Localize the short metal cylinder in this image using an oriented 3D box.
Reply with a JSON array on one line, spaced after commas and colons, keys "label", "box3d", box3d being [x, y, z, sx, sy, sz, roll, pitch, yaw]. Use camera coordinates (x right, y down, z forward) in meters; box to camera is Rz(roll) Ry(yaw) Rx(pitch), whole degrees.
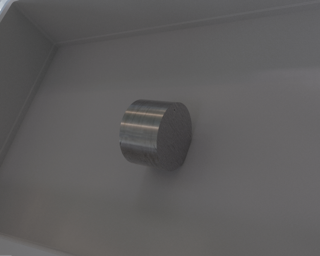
[{"label": "short metal cylinder", "box3d": [-0.003, 0.007, 0.368, 0.050, 0.080, 0.080, 8, 66, 32]}]
